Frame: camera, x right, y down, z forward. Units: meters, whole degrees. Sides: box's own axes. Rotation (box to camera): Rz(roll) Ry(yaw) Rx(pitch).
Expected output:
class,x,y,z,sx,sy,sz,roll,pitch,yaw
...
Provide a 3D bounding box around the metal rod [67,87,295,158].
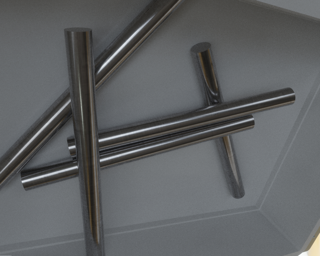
class,x,y,z,sx,sy,sz,roll,pitch,yaw
metal rod,0.037,-0.011,0.398,0.302,0.025,0.025,-13,125,-12

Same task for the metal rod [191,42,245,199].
class,x,y,z,sx,sy,sz,roll,pitch,yaw
metal rod,0.096,0.010,0.469,0.025,0.025,0.299,-30,129,-9

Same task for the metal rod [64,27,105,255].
class,x,y,z,sx,sy,sz,roll,pitch,yaw
metal rod,-0.081,0.043,0.351,0.025,0.025,0.298,-10,119,-24

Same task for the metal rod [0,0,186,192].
class,x,y,z,sx,sy,sz,roll,pitch,yaw
metal rod,-0.086,-0.040,0.337,0.300,0.025,0.025,-45,130,3

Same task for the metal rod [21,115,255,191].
class,x,y,z,sx,sy,sz,roll,pitch,yaw
metal rod,-0.016,0.026,0.398,0.302,0.025,0.025,-14,125,-14
